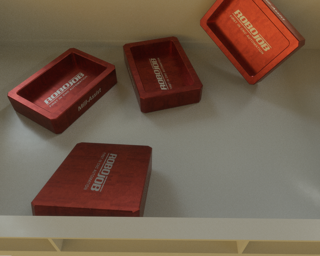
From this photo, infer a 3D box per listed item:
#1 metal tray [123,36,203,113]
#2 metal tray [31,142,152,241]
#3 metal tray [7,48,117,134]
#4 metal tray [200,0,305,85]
[{"bbox_3d":[0.001,-0.086,0.473,0.091,0.030,0.130,-12,51,-10],"label":"metal tray"},{"bbox_3d":[-0.058,0.056,0.316,0.091,0.030,0.130,3,21,3],"label":"metal tray"},{"bbox_3d":[-0.137,-0.059,0.450,0.090,0.030,0.131,26,55,20],"label":"metal tray"},{"bbox_3d":[0.130,-0.140,0.451,0.030,0.090,0.130,-26,75,-48],"label":"metal tray"}]
